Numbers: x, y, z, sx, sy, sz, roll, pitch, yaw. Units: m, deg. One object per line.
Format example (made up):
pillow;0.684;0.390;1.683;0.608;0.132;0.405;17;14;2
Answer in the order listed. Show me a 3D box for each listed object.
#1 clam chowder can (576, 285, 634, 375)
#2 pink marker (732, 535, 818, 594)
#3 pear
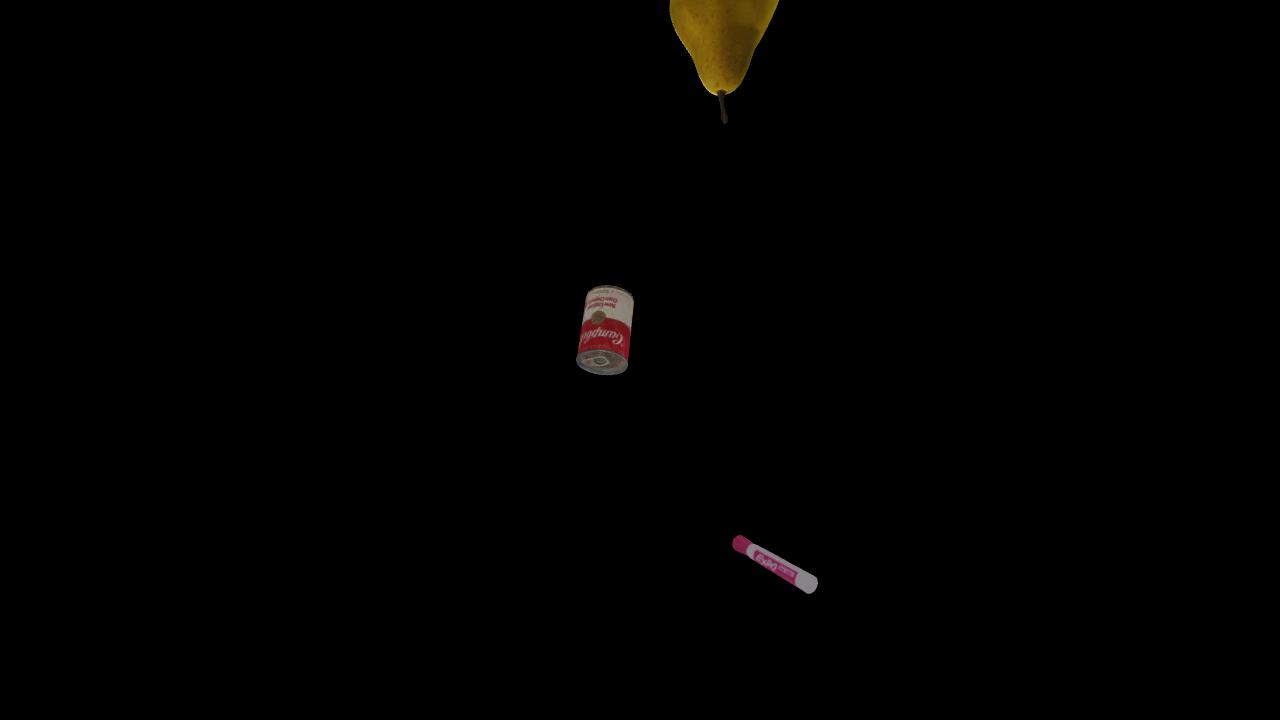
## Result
clam chowder can;-0.045;-0.040;0.817;0.068;0.102;0.068;4;-28;2
pink marker;0.144;0.222;0.677;0.020;0.020;0.121;0;7;-31
pear;0.055;-0.221;0.417;0.080;0.111;0.080;3;-12;1
